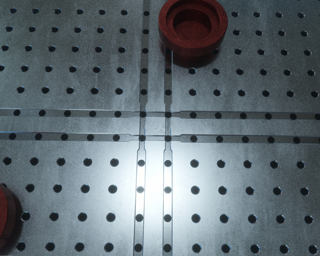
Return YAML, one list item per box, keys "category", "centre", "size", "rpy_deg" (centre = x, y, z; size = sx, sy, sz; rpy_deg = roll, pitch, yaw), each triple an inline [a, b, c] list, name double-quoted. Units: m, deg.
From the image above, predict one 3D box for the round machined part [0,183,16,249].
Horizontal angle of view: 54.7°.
- category: "round machined part"
  centre: [-0.217, 0.107, 0.361]
  size: [0.099, 0.042, 0.098]
  rpy_deg: [0, 70, -1]

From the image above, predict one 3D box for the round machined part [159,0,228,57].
- category: "round machined part"
  centre: [0.047, -0.146, 0.457]
  size: [0.099, 0.042, 0.098]
  rpy_deg: [0, 70, -1]
